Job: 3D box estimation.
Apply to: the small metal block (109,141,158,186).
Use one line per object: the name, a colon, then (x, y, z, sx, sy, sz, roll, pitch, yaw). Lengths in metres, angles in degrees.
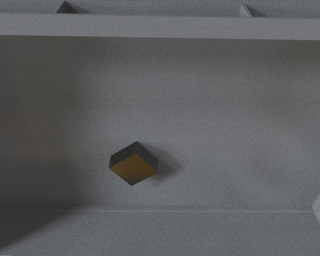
small metal block: (-0.038, 0.053, 0.454, 0.050, 0.025, 0.050, -30, 124, 23)
